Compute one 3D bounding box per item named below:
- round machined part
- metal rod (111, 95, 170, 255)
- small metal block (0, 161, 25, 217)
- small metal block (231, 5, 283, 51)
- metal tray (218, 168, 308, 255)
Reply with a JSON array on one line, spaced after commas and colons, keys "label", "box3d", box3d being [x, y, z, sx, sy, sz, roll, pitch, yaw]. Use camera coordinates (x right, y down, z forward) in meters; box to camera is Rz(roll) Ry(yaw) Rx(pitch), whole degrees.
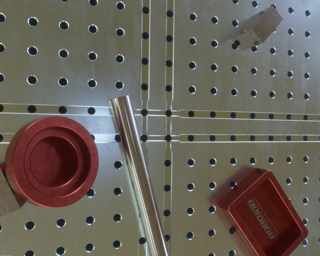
[{"label": "round machined part", "box3d": [-0.121, 0.038, 0.346, 0.099, 0.042, 0.098, 10, 76, -44]}, {"label": "metal rod", "box3d": [-0.016, 0.106, 0.406, 0.025, 0.025, 0.298, -15, 95, -19]}, {"label": "small metal block", "box3d": [-0.167, 0.062, 0.336, 0.025, 0.050, 0.050, -23, 98, -6]}, {"label": "small metal block", "box3d": [0.141, -0.144, 0.451, 0.025, 0.050, 0.050, 45, 76, -15]}, {"label": "metal tray", "box3d": [0.157, 0.137, 0.467, 0.090, 0.030, 0.130, -38, 102, -16]}]
